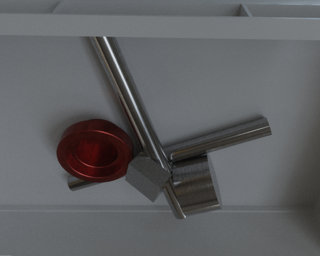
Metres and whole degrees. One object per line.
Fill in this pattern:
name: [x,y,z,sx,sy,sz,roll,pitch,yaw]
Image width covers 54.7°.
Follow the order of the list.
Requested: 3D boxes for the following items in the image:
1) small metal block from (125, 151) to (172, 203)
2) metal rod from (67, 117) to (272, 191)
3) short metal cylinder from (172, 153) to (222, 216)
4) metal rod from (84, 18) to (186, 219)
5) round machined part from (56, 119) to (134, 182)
small metal block: [-0.017,0.065,0.409,0.050,0.025,0.050,36,147,12]
metal rod: [0.004,0.041,0.443,0.301,0.025,0.025,-18,128,14]
short metal cylinder: [0.054,0.080,0.440,0.050,0.080,0.080,-15,129,12]
metal rod: [-0.016,0.011,0.393,0.025,0.025,0.299,-15,122,12]
round machined part: [-0.084,0.026,0.418,0.099,0.042,0.097,-1,130,0]
